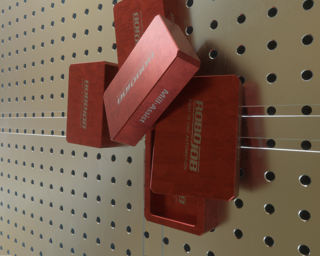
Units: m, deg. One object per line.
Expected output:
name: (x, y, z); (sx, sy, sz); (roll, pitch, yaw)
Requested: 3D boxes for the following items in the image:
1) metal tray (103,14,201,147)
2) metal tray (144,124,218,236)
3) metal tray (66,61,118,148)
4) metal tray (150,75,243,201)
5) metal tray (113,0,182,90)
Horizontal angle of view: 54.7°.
metal tray: (-0.017, -0.053, 0.357); (0.129, 0.030, 0.090); (-50, 38, 28)
metal tray: (0.024, 0.056, 0.384); (0.090, 0.030, 0.129); (2, 91, 39)
metal tray: (-0.108, -0.037, 0.493); (0.090, 0.030, 0.129); (5, 93, 39)
metal tray: (0.041, 0.010, 0.341); (0.090, 0.030, 0.129); (1, 81, 22)
metal tray: (-0.017, -0.116, 0.418); (0.090, 0.030, 0.129); (-9, 84, 39)
